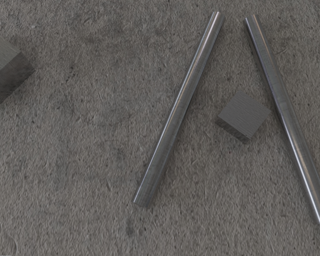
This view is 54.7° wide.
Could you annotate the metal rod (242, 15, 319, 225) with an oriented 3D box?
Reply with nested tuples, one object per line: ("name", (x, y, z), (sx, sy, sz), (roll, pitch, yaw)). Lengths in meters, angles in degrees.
("metal rod", (0.167, -0.025, 0.418), (0.025, 0.025, 0.299), (-11, 70, -4))

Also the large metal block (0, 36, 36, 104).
("large metal block", (-0.238, -0.085, 0.424), (0.080, 0.050, 0.080), (36, 74, 12))

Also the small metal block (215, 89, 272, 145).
("small metal block", (0.110, -0.015, 0.414), (0.050, 0.025, 0.050), (38, 74, 12))

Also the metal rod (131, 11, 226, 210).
("metal rod", (0.032, -0.037, 0.421), (0.025, 0.025, 0.300), (21, 71, 7))
